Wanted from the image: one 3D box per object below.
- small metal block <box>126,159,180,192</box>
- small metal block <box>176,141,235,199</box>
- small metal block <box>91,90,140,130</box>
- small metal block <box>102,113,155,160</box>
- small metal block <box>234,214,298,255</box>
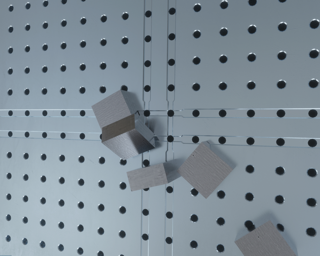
[{"bbox_3d":[-0.008,0.061,0.402,0.050,0.050,0.025,-16,85,19],"label":"small metal block"},{"bbox_3d":[0.058,0.052,0.392,0.050,0.025,0.050,42,103,15],"label":"small metal block"},{"bbox_3d":[-0.060,-0.019,0.435,0.050,0.025,0.050,-27,81,18],"label":"small metal block"},{"bbox_3d":[-0.041,0.013,0.412,0.050,0.050,0.025,-23,48,18],"label":"small metal block"},{"bbox_3d":[0.126,0.140,0.368,0.050,0.025,0.050,-39,78,16],"label":"small metal block"}]
